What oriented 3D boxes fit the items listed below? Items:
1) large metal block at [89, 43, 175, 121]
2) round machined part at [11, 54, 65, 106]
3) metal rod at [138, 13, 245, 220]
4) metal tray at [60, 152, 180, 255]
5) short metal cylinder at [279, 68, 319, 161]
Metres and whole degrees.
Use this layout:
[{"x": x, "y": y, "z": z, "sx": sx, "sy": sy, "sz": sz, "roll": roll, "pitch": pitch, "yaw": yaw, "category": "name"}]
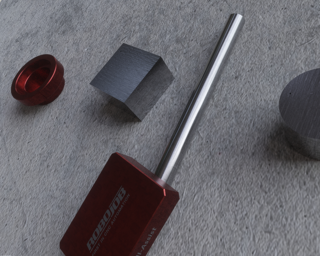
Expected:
[{"x": -0.040, "y": -0.068, "z": 0.449, "sx": 0.080, "sy": 0.050, "sz": 0.080, "roll": 29, "pitch": 78, "yaw": 37, "category": "large metal block"}, {"x": -0.210, "y": -0.079, "z": 0.549, "sx": 0.098, "sy": 0.042, "sz": 0.098, "roll": -13, "pitch": 56, "yaw": 20, "category": "round machined part"}, {"x": 0.045, "y": -0.026, "z": 0.394, "sx": 0.025, "sy": 0.025, "sz": 0.300, "roll": 14, "pitch": 69, "yaw": 33, "category": "metal rod"}, {"x": -0.048, "y": 0.104, "z": 0.343, "sx": 0.090, "sy": 0.030, "sz": 0.130, "roll": 31, "pitch": 91, "yaw": 37, "category": "metal tray"}, {"x": 0.165, "y": -0.013, "z": 0.310, "sx": 0.080, "sy": 0.050, "sz": 0.080, "roll": -13, "pitch": 56, "yaw": 20, "category": "short metal cylinder"}]
